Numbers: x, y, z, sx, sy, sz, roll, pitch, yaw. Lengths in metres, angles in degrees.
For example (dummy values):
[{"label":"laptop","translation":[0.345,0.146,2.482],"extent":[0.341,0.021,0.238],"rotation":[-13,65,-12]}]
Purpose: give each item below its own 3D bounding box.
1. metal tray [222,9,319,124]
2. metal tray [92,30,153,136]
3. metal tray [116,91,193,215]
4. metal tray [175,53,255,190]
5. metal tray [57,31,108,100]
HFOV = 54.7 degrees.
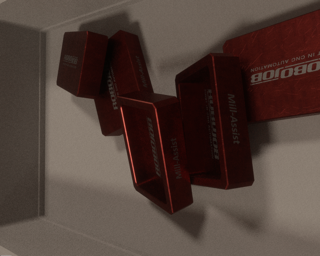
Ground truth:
[{"label":"metal tray","translation":[0.129,-0.056,0.296],"extent":[0.130,0.030,0.089],"rotation":[-9,84,39]},{"label":"metal tray","translation":[-0.058,-0.062,0.449],"extent":[0.090,0.030,0.129],"rotation":[-25,75,37]},{"label":"metal tray","translation":[-0.007,0.025,0.365],"extent":[0.090,0.030,0.129],"rotation":[17,122,55]},{"label":"metal tray","translation":[0.053,-0.004,0.331],"extent":[0.090,0.030,0.129],"rotation":[163,102,-69]},{"label":"metal tray","translation":[-0.123,-0.100,0.476],"extent":[0.130,0.030,0.089],"rotation":[26,107,56]}]
